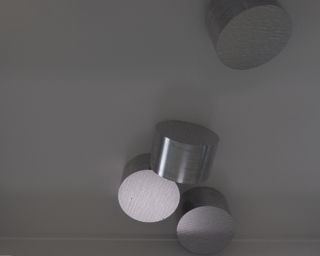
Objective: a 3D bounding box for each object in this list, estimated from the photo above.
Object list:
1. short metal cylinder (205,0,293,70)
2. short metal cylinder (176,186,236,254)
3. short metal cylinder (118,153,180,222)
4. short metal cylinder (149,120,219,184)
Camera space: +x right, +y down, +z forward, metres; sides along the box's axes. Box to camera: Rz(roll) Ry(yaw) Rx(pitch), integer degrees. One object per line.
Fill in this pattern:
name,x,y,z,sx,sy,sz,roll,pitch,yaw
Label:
short metal cylinder,0.095,-0.111,0.339,0.081,0.050,0.080,-7,142,-5
short metal cylinder,0.063,0.132,0.447,0.081,0.050,0.079,0,110,0
short metal cylinder,-0.014,0.081,0.428,0.081,0.050,0.079,0,110,0
short metal cylinder,0.030,0.028,0.392,0.081,0.080,0.050,9,110,-4
